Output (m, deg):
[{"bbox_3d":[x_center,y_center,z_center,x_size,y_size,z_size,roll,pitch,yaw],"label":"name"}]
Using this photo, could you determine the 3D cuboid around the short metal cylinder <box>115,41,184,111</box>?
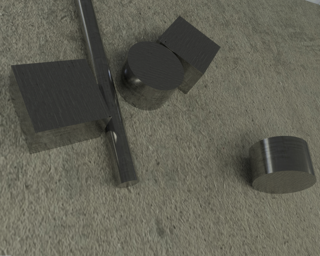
[{"bbox_3d":[-0.014,-0.071,0.423,0.081,0.050,0.080,13,56,-21],"label":"short metal cylinder"}]

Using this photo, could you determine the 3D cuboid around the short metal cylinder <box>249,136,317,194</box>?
[{"bbox_3d":[0.166,0.053,0.426,0.081,0.080,0.050,16,55,-19],"label":"short metal cylinder"}]

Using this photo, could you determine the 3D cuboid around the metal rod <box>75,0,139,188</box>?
[{"bbox_3d":[-0.076,-0.069,0.404,0.025,0.025,0.299,-3,63,-30],"label":"metal rod"}]

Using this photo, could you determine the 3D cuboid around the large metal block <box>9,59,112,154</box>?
[{"bbox_3d":[-0.112,-0.026,0.343,0.081,0.050,0.080,-15,69,-34],"label":"large metal block"}]

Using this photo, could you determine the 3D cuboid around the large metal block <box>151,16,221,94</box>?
[{"bbox_3d":[0.035,-0.112,0.474,0.080,0.050,0.080,36,50,-4],"label":"large metal block"}]
